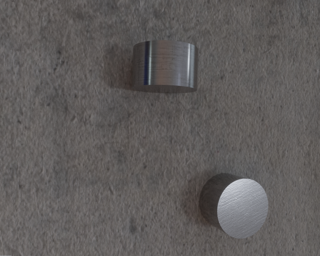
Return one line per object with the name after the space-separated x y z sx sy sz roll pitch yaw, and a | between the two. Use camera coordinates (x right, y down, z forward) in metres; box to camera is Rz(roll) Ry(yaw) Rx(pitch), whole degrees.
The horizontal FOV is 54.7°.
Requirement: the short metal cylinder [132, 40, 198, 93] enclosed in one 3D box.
0.006 -0.072 0.383 0.081 0.080 0.050 2 90 -20 | short metal cylinder

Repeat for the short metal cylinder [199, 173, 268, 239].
0.103 0.107 0.435 0.081 0.050 0.079 0 90 -21 | short metal cylinder
